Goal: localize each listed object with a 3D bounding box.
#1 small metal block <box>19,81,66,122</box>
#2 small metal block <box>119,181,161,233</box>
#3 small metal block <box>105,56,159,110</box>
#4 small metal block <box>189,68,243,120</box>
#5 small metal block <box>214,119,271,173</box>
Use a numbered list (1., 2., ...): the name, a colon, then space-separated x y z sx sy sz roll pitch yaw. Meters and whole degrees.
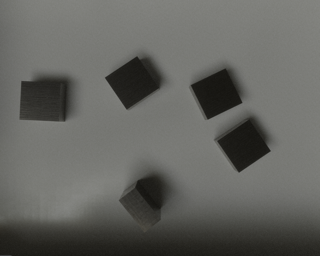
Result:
1. small metal block: -0.154 -0.034 0.409 0.050 0.025 0.050 3 90 -1
2. small metal block: -0.024 0.099 0.399 0.025 0.050 0.050 -39 90 0
3. small metal block: -0.036 -0.058 0.411 0.050 0.025 0.050 -34 90 0
4. small metal block: 0.073 -0.044 0.412 0.050 0.025 0.050 -26 90 -1
5. small metal block: 0.109 0.023 0.413 0.050 0.025 0.050 -34 90 0
